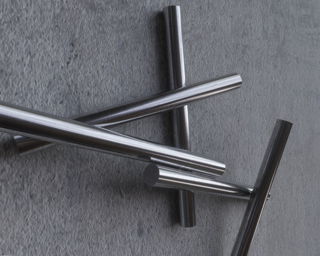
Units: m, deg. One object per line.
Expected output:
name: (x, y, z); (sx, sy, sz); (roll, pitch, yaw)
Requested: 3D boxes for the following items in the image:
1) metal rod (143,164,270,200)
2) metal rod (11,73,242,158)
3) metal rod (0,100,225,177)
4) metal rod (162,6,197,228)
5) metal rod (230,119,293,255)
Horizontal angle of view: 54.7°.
metal rod: (0.089, 0.087, 0.454); (0.302, 0.025, 0.025); (19, 78, -46)
metal rod: (-0.014, -0.026, 0.369); (0.302, 0.025, 0.025); (-19, 102, -31)
metal rod: (-0.027, 0.023, 0.343); (0.302, 0.025, 0.025); (17, 79, -40)
metal rod: (0.027, -0.013, 0.427); (0.025, 0.025, 0.298); (-8, 95, -40)
metal rod: (0.149, 0.131, 0.491); (0.025, 0.025, 0.299); (19, 90, -39)
